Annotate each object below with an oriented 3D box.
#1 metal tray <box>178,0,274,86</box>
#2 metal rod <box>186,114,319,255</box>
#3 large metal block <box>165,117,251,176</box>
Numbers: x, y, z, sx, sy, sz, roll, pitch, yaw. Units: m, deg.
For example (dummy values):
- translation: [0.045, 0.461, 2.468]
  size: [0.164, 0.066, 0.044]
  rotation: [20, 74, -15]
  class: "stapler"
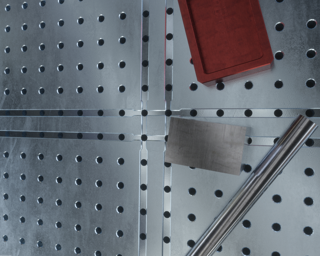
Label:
- translation: [0.078, -0.126, 0.381]
  size: [0.090, 0.030, 0.129]
  rotation: [-15, 85, 19]
  class: "metal tray"
- translation: [0.085, 0.111, 0.382]
  size: [0.025, 0.025, 0.299]
  rotation: [38, 102, 15]
  class: "metal rod"
- translation: [0.059, 0.018, 0.362]
  size: [0.080, 0.080, 0.050]
  rotation: [9, 93, 19]
  class: "large metal block"
